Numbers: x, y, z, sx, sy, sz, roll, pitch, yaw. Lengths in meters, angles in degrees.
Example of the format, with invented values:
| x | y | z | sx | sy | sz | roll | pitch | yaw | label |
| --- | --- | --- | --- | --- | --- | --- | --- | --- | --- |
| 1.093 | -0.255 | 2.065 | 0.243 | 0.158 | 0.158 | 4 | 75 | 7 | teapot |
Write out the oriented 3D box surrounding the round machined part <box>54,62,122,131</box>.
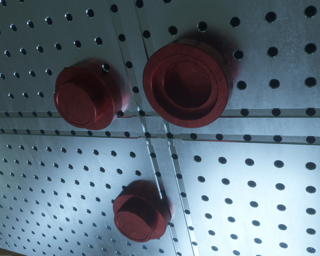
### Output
| x | y | z | sx | sy | sz | roll | pitch | yaw | label |
| --- | --- | --- | --- | --- | --- | --- | --- | --- | --- |
| -0.107 | -0.038 | 0.431 | 0.098 | 0.042 | 0.097 | 13 | 124 | 20 | round machined part |

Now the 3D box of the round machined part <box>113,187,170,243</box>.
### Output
| x | y | z | sx | sy | sz | roll | pitch | yaw | label |
| --- | --- | --- | --- | --- | --- | --- | --- | --- | --- |
| -0.036 | 0.148 | 0.509 | 0.098 | 0.042 | 0.097 | 13 | 124 | 20 | round machined part |

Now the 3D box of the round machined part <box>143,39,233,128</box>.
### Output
| x | y | z | sx | sy | sz | roll | pitch | yaw | label |
| --- | --- | --- | --- | --- | --- | --- | --- | --- | --- |
| 0.033 | -0.052 | 0.350 | 0.098 | 0.042 | 0.097 | 13 | 124 | 20 | round machined part |
